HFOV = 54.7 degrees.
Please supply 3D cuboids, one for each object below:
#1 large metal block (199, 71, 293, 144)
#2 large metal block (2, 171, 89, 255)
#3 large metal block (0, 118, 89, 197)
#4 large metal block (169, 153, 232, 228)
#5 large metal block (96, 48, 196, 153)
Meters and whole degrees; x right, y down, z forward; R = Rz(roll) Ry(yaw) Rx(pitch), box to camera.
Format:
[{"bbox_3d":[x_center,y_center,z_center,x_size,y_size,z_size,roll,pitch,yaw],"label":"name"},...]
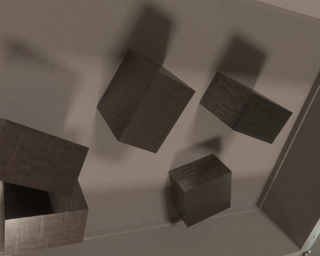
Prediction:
[{"bbox_3d":[0.115,-0.028,0.421,0.081,0.080,0.050,17,109,-35],"label":"large metal block"},{"bbox_3d":[-0.135,0.090,0.356,0.081,0.080,0.050,0,119,-29],"label":"large metal block"},{"bbox_3d":[-0.132,0.026,0.309,0.080,0.080,0.050,25,79,-37],"label":"large metal block"},{"bbox_3d":[0.064,0.098,0.491,0.081,0.050,0.079,-20,126,-17],"label":"large metal block"},{"bbox_3d":[-0.019,-0.031,0.344,0.050,0.080,0.080,22,107,-37],"label":"large metal block"}]
